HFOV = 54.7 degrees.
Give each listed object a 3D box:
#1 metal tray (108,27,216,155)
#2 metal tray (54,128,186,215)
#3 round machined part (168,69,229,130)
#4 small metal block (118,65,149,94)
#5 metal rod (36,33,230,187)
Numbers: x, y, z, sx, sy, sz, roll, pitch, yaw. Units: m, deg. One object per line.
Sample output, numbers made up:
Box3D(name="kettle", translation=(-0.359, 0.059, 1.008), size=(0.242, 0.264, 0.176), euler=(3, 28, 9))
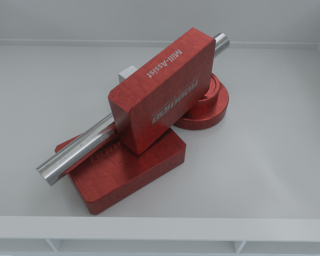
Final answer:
Box3D(name="metal tray", translation=(0.007, -0.040, 0.346), size=(0.030, 0.090, 0.131), euler=(37, 65, 23))
Box3D(name="metal tray", translation=(-0.046, 0.032, 0.373), size=(0.131, 0.030, 0.090), euler=(-28, 56, -22))
Box3D(name="round machined part", translation=(0.047, -0.048, 0.432), size=(0.099, 0.042, 0.098), euler=(0, 50, 0))
Box3D(name="small metal block", translation=(-0.030, -0.050, 0.429), size=(0.025, 0.050, 0.050), euler=(-37, 60, -27))
Box3D(name="metal rod", translation=(-0.016, -0.037, 0.383), size=(0.025, 0.025, 0.301), euler=(37, 63, 26))
